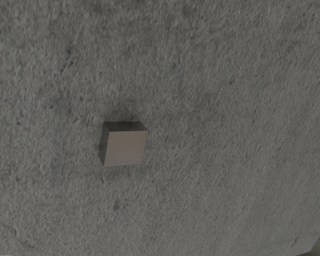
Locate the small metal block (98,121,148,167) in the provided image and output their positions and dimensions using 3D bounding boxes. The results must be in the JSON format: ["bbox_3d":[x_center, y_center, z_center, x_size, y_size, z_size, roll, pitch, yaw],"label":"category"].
[{"bbox_3d":[-0.047,0.020,0.394,0.050,0.025,0.050,-1,119,-28],"label":"small metal block"}]
